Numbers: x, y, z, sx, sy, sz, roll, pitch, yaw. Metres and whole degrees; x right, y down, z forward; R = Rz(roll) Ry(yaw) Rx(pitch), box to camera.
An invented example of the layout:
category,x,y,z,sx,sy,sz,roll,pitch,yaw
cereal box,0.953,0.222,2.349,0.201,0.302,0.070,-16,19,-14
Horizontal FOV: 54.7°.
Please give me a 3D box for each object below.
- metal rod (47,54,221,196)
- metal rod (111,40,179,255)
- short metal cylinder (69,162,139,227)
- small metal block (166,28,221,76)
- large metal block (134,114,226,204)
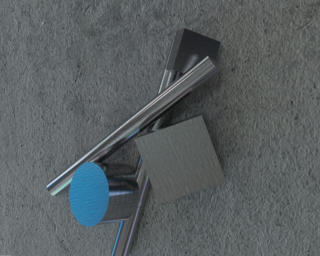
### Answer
category,x,y,z,sx,sy,sz,roll,pitch,yaw
metal rod,-0.049,0.009,0.409,0.299,0.025,0.025,-37,78,23
metal rod,-0.014,0.033,0.414,0.025,0.025,0.298,18,96,19
short metal cylinder,-0.075,0.086,0.410,0.080,0.050,0.080,-7,79,39
small metal block,0.041,-0.089,0.382,0.050,0.025,0.050,14,96,-21
large metal block,0.025,0.034,0.372,0.080,0.050,0.080,-20,93,6
